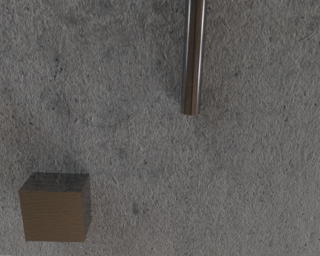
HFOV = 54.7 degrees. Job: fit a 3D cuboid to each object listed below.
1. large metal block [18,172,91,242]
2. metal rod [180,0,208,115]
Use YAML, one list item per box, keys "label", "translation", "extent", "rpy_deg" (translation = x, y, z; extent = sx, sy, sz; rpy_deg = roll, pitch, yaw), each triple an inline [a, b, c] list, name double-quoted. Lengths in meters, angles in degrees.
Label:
- label: "large metal block"
  translation: [-0.143, 0.111, 0.436]
  extent: [0.081, 0.050, 0.079]
  rpy_deg: [2, 110, -1]
- label: "metal rod"
  translation: [0.042, -0.160, 0.351]
  extent: [0.025, 0.025, 0.298]
  rpy_deg: [1, 110, -1]
